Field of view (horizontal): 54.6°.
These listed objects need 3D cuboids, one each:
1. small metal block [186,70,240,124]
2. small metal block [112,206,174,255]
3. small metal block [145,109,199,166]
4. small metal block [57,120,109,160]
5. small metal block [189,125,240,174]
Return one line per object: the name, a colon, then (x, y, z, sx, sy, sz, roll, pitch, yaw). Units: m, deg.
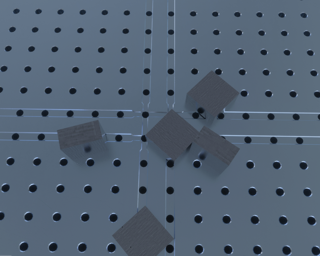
small metal block: (0.072, -0.043, 0.428, 0.050, 0.025, 0.050, 43, 75, 14)
small metal block: (-0.019, 0.129, 0.365, 0.050, 0.025, 0.050, -40, 75, -13)
small metal block: (0.017, 0.012, 0.407, 0.050, 0.025, 0.050, 41, 75, 14)
small metal block: (-0.096, 0.016, 0.392, 0.050, 0.050, 0.025, -15, 71, -5)
small metal block: (0.066, 0.028, 0.389, 0.050, 0.050, 0.025, 34, 74, 11)
